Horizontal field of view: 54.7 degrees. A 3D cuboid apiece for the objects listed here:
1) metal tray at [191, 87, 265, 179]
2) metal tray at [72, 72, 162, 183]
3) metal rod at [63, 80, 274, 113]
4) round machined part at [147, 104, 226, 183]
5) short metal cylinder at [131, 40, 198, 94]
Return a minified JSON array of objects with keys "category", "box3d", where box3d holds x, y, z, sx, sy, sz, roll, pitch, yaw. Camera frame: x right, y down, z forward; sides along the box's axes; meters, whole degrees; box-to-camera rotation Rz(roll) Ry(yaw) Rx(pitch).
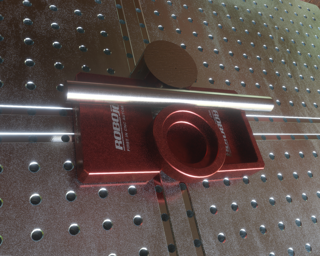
[{"category":"metal tray","box3d":[0.087,0.005,0.444,0.091,0.030,0.130,1,61,-28]},{"category":"metal tray","box3d":[-0.054,-0.002,0.371,0.091,0.030,0.130,3,61,-27]},{"category":"metal rod","box3d":[0.032,-0.038,0.404,0.303,0.025,0.025,1,62,-28]},{"category":"round machined part","box3d":[0.029,0.022,0.383,0.099,0.042,0.098,14,56,-21]},{"category":"short metal cylinder","box3d":[0.005,-0.076,0.436,0.081,0.050,0.080,14,56,-21]}]
